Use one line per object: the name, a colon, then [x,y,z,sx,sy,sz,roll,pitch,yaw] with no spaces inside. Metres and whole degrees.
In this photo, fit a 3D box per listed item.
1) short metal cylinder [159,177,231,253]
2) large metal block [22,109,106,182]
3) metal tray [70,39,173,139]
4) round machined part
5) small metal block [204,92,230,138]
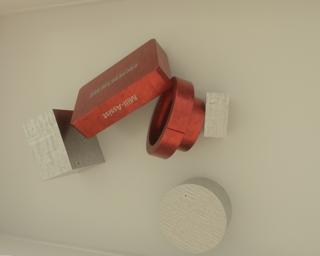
short metal cylinder: [0.045,0.104,0.381,0.080,0.050,0.079,0,90,19]
large metal block: [-0.129,0.022,0.425,0.050,0.080,0.080,-23,83,18]
metal tray: [-0.050,-0.051,0.394,0.130,0.090,0.030,-30,124,17]
round machined part: [0.020,-0.009,0.372,0.042,0.098,0.097,18,97,-13]
small metal block: [0.067,-0.015,0.371,0.025,0.050,0.050,4,92,9]
